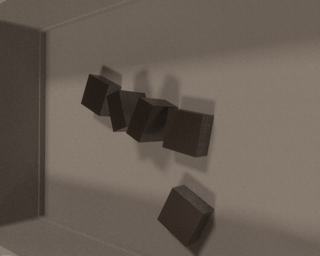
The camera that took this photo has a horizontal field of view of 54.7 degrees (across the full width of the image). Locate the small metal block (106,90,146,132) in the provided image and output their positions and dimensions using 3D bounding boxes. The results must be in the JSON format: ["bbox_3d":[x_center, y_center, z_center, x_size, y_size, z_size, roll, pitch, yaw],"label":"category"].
[{"bbox_3d":[-0.041,-0.022,0.422,0.025,0.050,0.050,-20,78,38],"label":"small metal block"}]

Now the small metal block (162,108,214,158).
[{"bbox_3d":[0.034,0.005,0.377,0.050,0.025,0.050,15,99,38],"label":"small metal block"}]

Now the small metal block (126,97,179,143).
[{"bbox_3d":[-0.009,-0.010,0.396,0.025,0.050,0.050,34,111,34],"label":"small metal block"}]

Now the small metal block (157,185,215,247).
[{"bbox_3d":[0.031,0.106,0.380,0.050,0.025,0.050,36,112,34],"label":"small metal block"}]

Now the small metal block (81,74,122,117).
[{"bbox_3d":[-0.092,-0.051,0.480,0.050,0.025,0.050,31,109,35],"label":"small metal block"}]
